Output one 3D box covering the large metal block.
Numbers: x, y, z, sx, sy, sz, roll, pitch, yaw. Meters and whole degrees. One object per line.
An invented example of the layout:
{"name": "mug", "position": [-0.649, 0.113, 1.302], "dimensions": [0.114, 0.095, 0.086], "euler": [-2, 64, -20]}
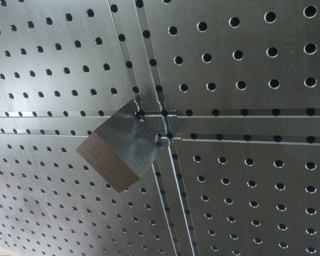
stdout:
{"name": "large metal block", "position": [-0.049, 0.026, 0.416], "dimensions": [0.080, 0.080, 0.050], "euler": [47, 129, -5]}
